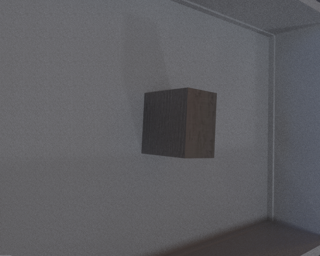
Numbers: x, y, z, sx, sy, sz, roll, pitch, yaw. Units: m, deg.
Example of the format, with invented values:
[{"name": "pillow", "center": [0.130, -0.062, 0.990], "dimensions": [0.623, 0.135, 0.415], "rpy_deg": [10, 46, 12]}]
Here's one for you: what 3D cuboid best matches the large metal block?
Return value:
[{"name": "large metal block", "center": [0.023, -0.005, 0.392], "dimensions": [0.050, 0.080, 0.080], "rpy_deg": [5, 87, -40]}]
